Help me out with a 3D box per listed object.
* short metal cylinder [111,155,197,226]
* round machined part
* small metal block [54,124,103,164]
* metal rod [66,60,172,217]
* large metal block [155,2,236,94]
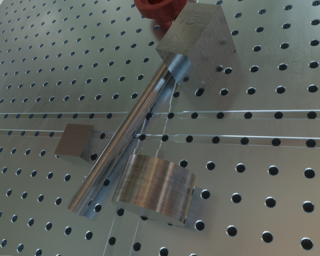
[{"bbox_3d":[-0.005,0.068,0.333,0.080,0.080,0.050,5,64,30],"label":"short metal cylinder"},{"bbox_3d":[0.009,-0.221,0.527,0.098,0.042,0.098,-13,56,20],"label":"round machined part"},{"bbox_3d":[-0.119,0.022,0.455,0.050,0.025,0.050,3,63,29],"label":"small metal block"},{"bbox_3d":[-0.034,-0.017,0.434,0.025,0.025,0.300,21,73,35],"label":"metal rod"},{"bbox_3d":[0.051,-0.105,0.410,0.050,0.080,0.080,23,74,36],"label":"large metal block"}]
